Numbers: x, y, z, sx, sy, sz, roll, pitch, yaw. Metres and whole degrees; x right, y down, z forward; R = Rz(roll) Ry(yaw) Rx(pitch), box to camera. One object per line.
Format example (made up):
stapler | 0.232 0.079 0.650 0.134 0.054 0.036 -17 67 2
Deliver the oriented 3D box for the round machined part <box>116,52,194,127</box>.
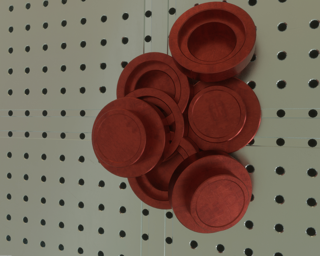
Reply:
round machined part | -0.004 -0.046 0.405 0.098 0.042 0.097 0 90 20

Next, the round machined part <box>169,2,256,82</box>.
round machined part | 0.062 -0.097 0.370 0.098 0.042 0.098 -4 68 11

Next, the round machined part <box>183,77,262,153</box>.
round machined part | 0.072 -0.016 0.378 0.098 0.042 0.097 0 90 20

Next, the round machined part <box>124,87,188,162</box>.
round machined part | -0.010 -0.002 0.407 0.098 0.042 0.097 0 90 20

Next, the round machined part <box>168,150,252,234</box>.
round machined part | 0.062 0.078 0.356 0.099 0.042 0.097 -3 103 -12

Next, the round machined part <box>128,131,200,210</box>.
round machined part | 0.010 0.051 0.400 0.098 0.042 0.097 0 90 20

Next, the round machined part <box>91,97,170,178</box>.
round machined part | -0.041 0.012 0.373 0.098 0.042 0.097 0 90 20
